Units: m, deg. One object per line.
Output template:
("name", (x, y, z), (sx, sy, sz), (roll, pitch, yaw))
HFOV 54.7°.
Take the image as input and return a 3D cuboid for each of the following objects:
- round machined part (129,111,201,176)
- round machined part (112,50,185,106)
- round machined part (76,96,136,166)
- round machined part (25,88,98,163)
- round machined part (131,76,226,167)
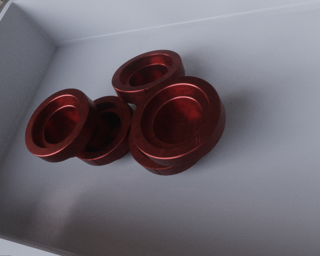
("round machined part", (0.015, 0.013, 0.378), (0.098, 0.042, 0.098), (-13, 56, 21))
("round machined part", (-0.013, -0.063, 0.426), (0.098, 0.042, 0.098), (-13, 39, 12))
("round machined part", (-0.073, 0.007, 0.427), (0.098, 0.042, 0.098), (-13, 56, 21))
("round machined part", (-0.122, 0.000, 0.403), (0.098, 0.042, 0.098), (-13, 56, 21))
("round machined part", (0.022, -0.004, 0.331), (0.098, 0.042, 0.098), (-13, 56, 21))
